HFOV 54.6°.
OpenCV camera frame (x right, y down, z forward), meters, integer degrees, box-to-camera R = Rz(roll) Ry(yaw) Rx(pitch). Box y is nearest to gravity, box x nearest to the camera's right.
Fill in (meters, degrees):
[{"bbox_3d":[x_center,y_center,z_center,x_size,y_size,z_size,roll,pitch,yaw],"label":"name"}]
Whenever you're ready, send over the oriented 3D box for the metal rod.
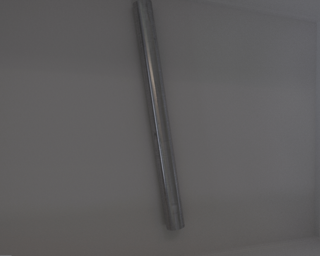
[{"bbox_3d":[-0.001,-0.014,0.409,0.025,0.025,0.298,-10,93,-20],"label":"metal rod"}]
